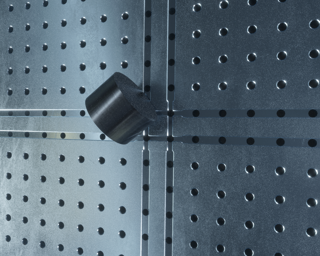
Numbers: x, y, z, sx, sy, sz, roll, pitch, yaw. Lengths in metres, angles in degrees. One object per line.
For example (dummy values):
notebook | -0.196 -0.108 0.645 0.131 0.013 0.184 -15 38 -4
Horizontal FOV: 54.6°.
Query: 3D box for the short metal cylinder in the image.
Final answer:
short metal cylinder | -0.049 -0.025 0.401 0.050 0.080 0.080 -39 78 16
